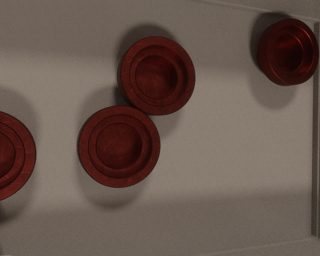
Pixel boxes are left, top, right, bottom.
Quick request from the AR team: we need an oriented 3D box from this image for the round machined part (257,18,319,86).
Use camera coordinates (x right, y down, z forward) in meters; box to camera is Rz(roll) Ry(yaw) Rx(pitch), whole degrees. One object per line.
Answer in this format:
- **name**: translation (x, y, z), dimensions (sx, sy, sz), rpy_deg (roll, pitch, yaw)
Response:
- **round machined part**: translation (0.189, -0.113, 0.473), dimensions (0.099, 0.042, 0.097), rpy_deg (0, 90, -21)

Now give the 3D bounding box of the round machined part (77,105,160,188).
- **round machined part**: translation (-0.053, 0.022, 0.383), dimensions (0.099, 0.042, 0.097), rpy_deg (0, 90, -21)

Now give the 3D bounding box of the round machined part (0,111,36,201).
- **round machined part**: translation (-0.186, 0.029, 0.333), dimensions (0.099, 0.042, 0.097), rpy_deg (0, 90, -21)

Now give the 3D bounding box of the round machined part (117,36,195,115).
- **round machined part**: translation (-0.007, -0.064, 0.400), dimensions (0.099, 0.042, 0.097), rpy_deg (0, 90, -21)
